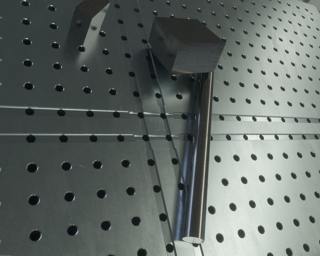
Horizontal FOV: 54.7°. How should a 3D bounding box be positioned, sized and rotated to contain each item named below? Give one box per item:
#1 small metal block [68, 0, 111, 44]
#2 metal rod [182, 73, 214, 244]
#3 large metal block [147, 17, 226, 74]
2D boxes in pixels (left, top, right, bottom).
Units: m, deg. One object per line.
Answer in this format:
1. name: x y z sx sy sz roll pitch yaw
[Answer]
1. small metal block: -0.099 -0.154 0.434 0.025 0.050 0.050 34 51 -7
2. metal rod: 0.059 0.007 0.437 0.025 0.025 0.300 22 54 -16
3. large metal block: 0.038 -0.127 0.474 0.081 0.050 0.080 -8 45 -30
